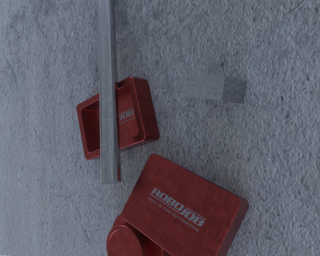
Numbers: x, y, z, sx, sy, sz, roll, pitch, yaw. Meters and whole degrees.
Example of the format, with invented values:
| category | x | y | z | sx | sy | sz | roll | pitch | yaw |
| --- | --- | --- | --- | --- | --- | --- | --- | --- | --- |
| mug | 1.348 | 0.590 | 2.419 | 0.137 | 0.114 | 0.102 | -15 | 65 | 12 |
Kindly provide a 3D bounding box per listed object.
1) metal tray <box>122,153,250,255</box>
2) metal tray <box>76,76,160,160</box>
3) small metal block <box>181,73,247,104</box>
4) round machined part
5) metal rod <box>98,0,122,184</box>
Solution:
| category | x | y | z | sx | sy | sz | roll | pitch | yaw |
| --- | --- | --- | --- | --- | --- | --- | --- | --- | --- |
| metal tray | 0.025 | 0.095 | 0.362 | 0.130 | 0.030 | 0.090 | 24 | 86 | 37 |
| metal tray | -0.066 | -0.010 | 0.453 | 0.130 | 0.030 | 0.090 | -20 | 77 | 37 |
| small metal block | 0.059 | -0.043 | 0.339 | 0.050 | 0.050 | 0.025 | 12 | 98 | 39 |
| round machined part | -0.035 | 0.161 | 0.421 | 0.098 | 0.042 | 0.097 | 0 | 90 | 39 |
| metal rod | -0.071 | -0.075 | 0.424 | 0.025 | 0.025 | 0.299 | -20 | 66 | 38 |
